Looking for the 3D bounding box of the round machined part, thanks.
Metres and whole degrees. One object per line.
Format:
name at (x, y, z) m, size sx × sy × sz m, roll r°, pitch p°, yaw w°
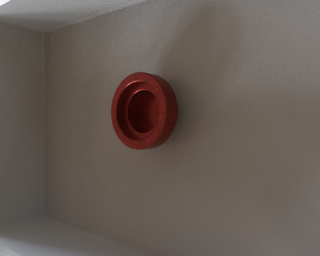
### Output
round machined part at (-0.016, -0.021, 0.406) m, size 0.098 × 0.042 × 0.097 m, roll 0°, pitch 90°, yaw 40°
